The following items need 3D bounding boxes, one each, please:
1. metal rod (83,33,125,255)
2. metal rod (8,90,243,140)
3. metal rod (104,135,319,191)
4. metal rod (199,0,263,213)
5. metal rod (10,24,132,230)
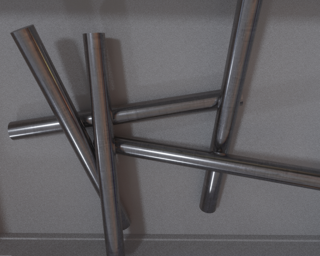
[{"bbox_3d":[-0.068,0.036,0.391,0.025,0.025,0.298,-3,104,1],"label":"metal rod"},{"bbox_3d":[-0.046,-0.018,0.403,0.302,0.025,0.025,-9,110,3],"label":"metal rod"},{"bbox_3d":[0.061,0.041,0.386,0.301,0.025,0.025,9,111,12],"label":"metal rod"},{"bbox_3d":[0.081,-0.013,0.382,0.025,0.025,0.298,4,120,-2],"label":"metal rod"},{"bbox_3d":[-0.099,0.020,0.393,0.025,0.025,0.299,-17,119,6],"label":"metal rod"}]
